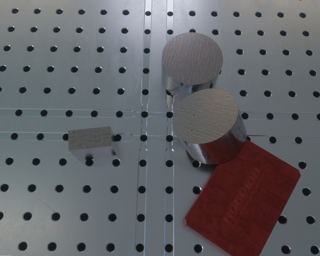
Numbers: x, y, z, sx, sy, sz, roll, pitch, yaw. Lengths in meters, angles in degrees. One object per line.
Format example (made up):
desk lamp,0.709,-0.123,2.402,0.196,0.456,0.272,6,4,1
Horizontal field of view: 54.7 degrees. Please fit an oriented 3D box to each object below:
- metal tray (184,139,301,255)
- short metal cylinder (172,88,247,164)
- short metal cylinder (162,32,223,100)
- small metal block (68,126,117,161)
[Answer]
metal tray,0.099,0.086,0.379,0.090,0.030,0.130,32,73,11
short metal cylinder,0.061,-0.002,0.383,0.080,0.050,0.080,-14,51,18
short metal cylinder,0.043,-0.084,0.430,0.081,0.050,0.080,0,70,0
small metal block,-0.083,0.021,0.390,0.050,0.050,0.025,-6,70,-2
